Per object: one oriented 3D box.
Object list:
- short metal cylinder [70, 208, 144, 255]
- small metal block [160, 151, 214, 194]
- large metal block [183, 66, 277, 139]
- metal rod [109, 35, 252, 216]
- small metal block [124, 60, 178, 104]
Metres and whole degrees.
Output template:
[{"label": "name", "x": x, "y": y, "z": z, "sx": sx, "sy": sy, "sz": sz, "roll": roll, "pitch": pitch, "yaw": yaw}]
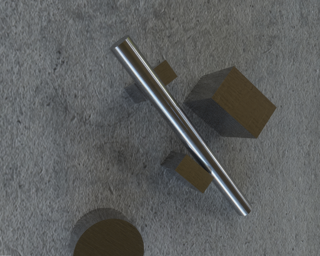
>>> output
[{"label": "short metal cylinder", "x": -0.065, "y": 0.142, "z": 0.373, "sx": 0.081, "sy": 0.050, "sz": 0.079, "roll": 0, "pitch": 90, "yaw": -21}, {"label": "small metal block", "x": 0.035, "y": 0.057, "z": 0.410, "sx": 0.050, "sy": 0.050, "sz": 0.025, "roll": 41, "pitch": 77, "yaw": -16}, {"label": "large metal block", "x": 0.090, "y": -0.031, "z": 0.415, "sx": 0.080, "sy": 0.080, "sz": 0.050, "roll": 39, "pitch": 78, "yaw": -16}, {"label": "metal rod", "x": 0.041, "y": 0.015, "z": 0.390, "sx": 0.025, "sy": 0.025, "sz": 0.300, "roll": -46, "pitch": 118, "yaw": -14}, {"label": "small metal block", "x": -0.013, "y": -0.057, "z": 0.392, "sx": 0.050, "sy": 0.050, "sz": 0.025, "roll": -40, "pitch": 103, "yaw": -16}]
